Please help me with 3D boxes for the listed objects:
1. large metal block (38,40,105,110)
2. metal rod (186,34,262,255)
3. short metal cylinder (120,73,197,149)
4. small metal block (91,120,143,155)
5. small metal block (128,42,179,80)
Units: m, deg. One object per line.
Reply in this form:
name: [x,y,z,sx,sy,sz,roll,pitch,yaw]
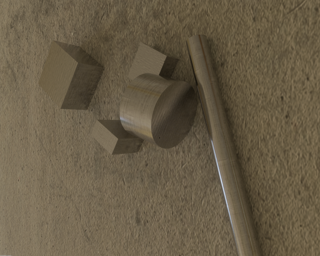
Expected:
large metal block: [-0.147,-0.085,0.507,0.080,0.050,0.079,42,115,32]
metal rod: [0.074,0.039,0.342,0.025,0.025,0.298,-20,78,38]
short metal cylinder: [-0.001,-0.021,0.368,0.050,0.081,0.079,21,103,38]
small metal block: [-0.059,0.012,0.435,0.050,0.050,0.025,38,113,33]
small metal block: [-0.010,-0.079,0.411,0.050,0.025,0.050,37,112,33]
